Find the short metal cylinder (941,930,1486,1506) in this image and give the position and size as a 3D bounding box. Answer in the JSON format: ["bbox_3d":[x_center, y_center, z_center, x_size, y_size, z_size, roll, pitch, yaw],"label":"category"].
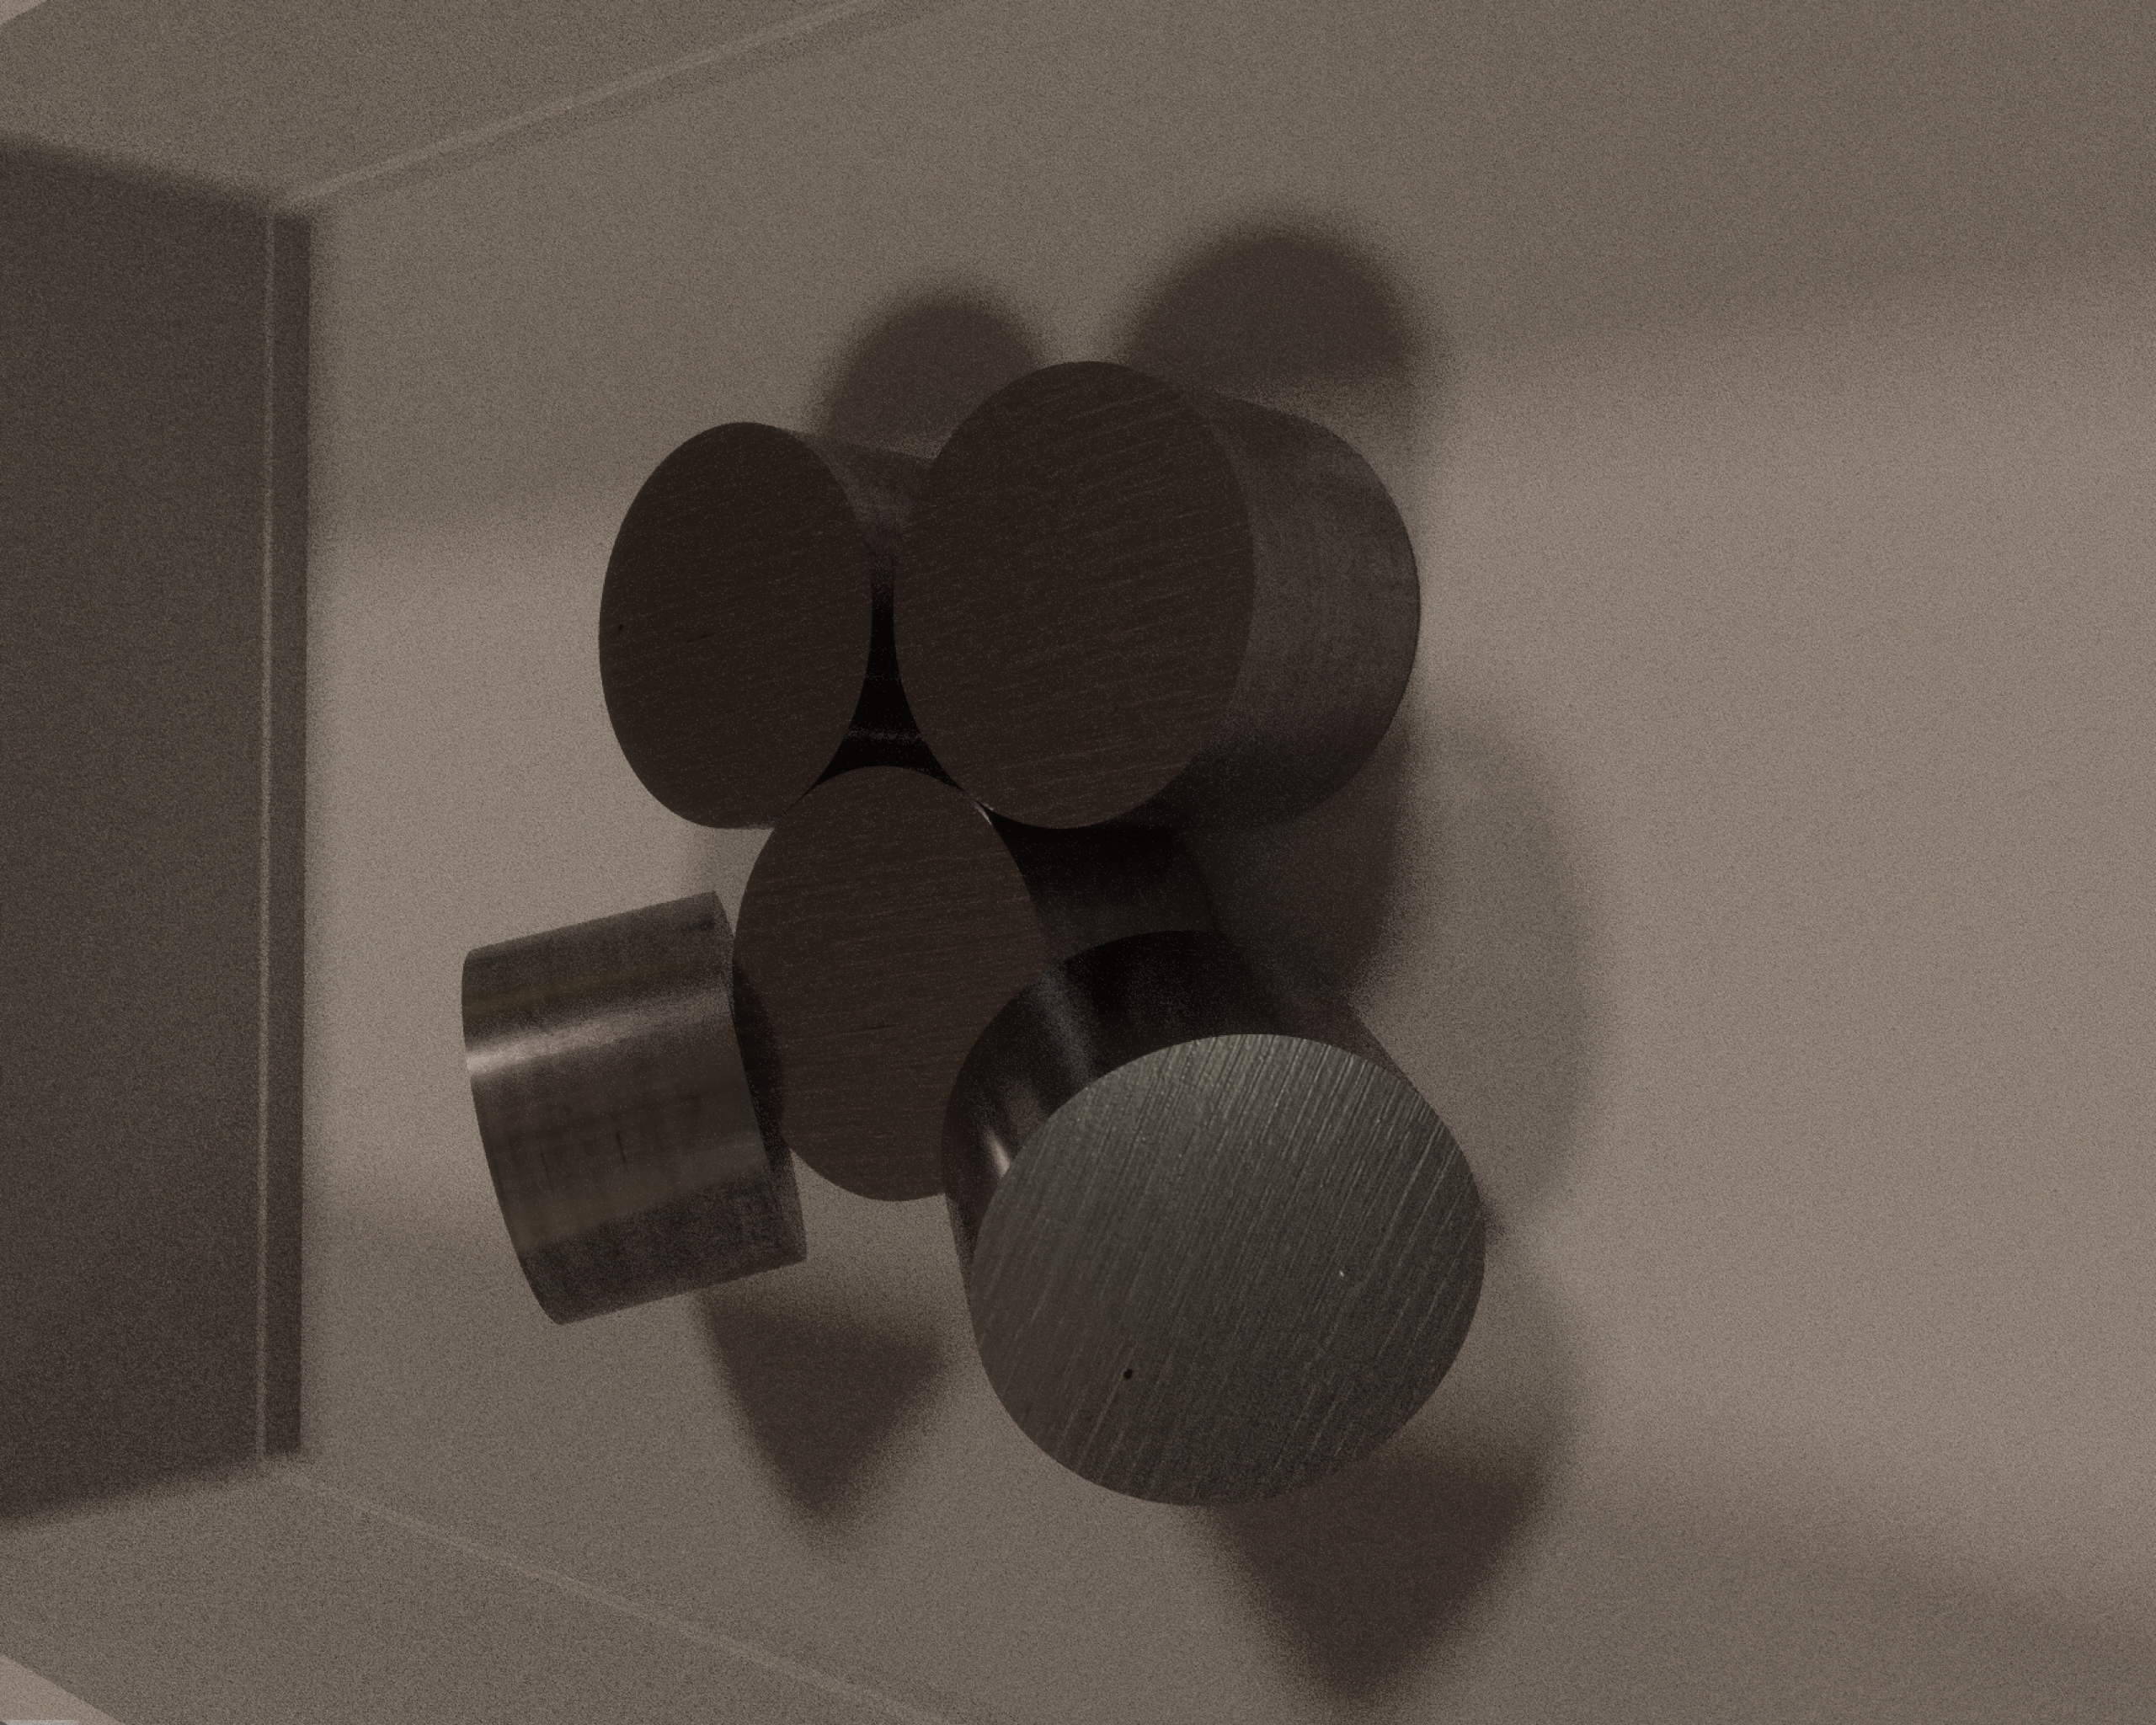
[{"bbox_3d":[0.020,0.057,0.343,0.050,0.081,0.079,-120,44,-72],"label":"short metal cylinder"}]

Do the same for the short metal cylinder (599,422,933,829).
[{"bbox_3d":[-0.053,-0.046,0.428,0.080,0.050,0.079,0,90,39],"label":"short metal cylinder"}]

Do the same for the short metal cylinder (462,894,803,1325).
[{"bbox_3d":[-0.091,0.050,0.434,0.050,0.080,0.080,-14,78,-6],"label":"short metal cylinder"}]

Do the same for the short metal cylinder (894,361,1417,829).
[{"bbox_3d":[0.013,-0.046,0.376,0.080,0.050,0.079,0,90,39],"label":"short metal cylinder"}]

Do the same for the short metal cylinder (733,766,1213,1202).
[{"bbox_3d":[-0.020,0.022,0.401,0.080,0.050,0.079,0,90,39],"label":"short metal cylinder"}]
